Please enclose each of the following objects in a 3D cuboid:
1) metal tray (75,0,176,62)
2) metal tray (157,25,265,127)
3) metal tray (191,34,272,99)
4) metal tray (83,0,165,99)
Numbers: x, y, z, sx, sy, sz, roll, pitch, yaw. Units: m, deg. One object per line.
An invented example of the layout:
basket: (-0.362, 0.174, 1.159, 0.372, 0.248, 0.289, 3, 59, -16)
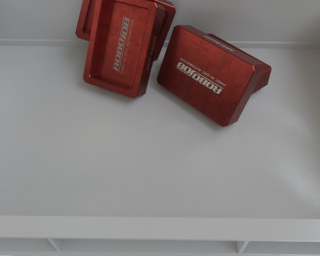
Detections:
metal tray: (-0.052, -0.164, 0.470, 0.131, 0.089, 0.030, 14, 31, -16)
metal tray: (0.062, -0.073, 0.421, 0.130, 0.089, 0.030, 38, 34, 27)
metal tray: (0.089, -0.092, 0.473, 0.091, 0.030, 0.130, -30, 53, -24)
metal tray: (-0.053, -0.117, 0.438, 0.090, 0.129, 0.030, 20, 19, 15)
